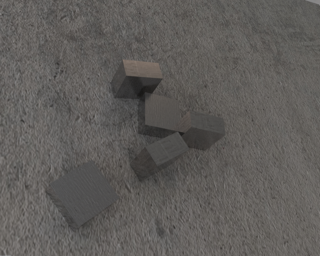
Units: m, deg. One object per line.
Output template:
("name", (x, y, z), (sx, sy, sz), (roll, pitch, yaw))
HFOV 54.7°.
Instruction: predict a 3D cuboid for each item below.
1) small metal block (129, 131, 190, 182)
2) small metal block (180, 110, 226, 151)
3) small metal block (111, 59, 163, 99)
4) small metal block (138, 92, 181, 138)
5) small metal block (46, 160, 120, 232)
("small metal block", (-0.001, 0.034, 0.366), (0.050, 0.050, 0.025), (-24, 75, -36))
("small metal block", (0.050, 0.005, 0.412), (0.050, 0.050, 0.025), (12, 57, -22))
("small metal block", (-0.032, -0.062, 0.408), (0.050, 0.050, 0.025), (0, 62, -29))
("small metal block", (-0.001, -0.015, 0.412), (0.050, 0.025, 0.050), (12, 57, -22))
("small metal block", (-0.079, 0.069, 0.319), (0.050, 0.025, 0.050), (-31, 79, -38))
